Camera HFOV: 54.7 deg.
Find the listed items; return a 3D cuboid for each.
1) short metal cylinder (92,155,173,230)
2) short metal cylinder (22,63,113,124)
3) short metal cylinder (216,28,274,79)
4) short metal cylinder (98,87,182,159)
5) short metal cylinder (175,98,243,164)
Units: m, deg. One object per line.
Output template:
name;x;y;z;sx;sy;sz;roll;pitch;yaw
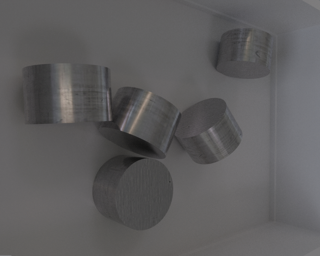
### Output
short metal cylinder;-0.031;0.073;0.364;0.081;0.050;0.080;0;90;-40
short metal cylinder;-0.087;-0.030;0.297;0.081;0.080;0.050;-4;93;-40
short metal cylinder;0.132;-0.113;0.480;0.081;0.080;0.050;15;80;-39
short metal cylinder;-0.022;-0.004;0.352;0.080;0.080;0.050;35;69;-35
short metal cylinder;0.065;0.003;0.425;0.080;0.080;0.050;-51;120;-28
